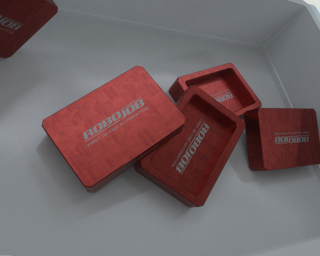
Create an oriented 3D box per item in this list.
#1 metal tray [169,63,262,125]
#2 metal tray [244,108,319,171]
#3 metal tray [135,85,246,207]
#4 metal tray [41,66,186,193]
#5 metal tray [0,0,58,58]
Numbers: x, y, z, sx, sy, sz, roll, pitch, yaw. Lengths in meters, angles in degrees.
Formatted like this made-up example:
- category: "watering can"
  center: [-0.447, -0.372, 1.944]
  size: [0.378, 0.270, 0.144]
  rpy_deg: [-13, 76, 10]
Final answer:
- category: "metal tray"
  center: [0.088, -0.047, 0.480]
  size: [0.131, 0.030, 0.090]
  rpy_deg: [-22, 74, -36]
- category: "metal tray"
  center: [0.192, 0.016, 0.479]
  size: [0.131, 0.030, 0.089]
  rpy_deg: [-1, 84, -29]
- category: "metal tray"
  center: [0.040, 0.021, 0.389]
  size: [0.090, 0.030, 0.130]
  rpy_deg: [36, 68, -5]
- category: "metal tray"
  center: [-0.049, -0.002, 0.346]
  size: [0.131, 0.030, 0.090]
  rpy_deg: [-34, 75, -18]
- category: "metal tray"
  center: [-0.174, -0.118, 0.302]
  size: [0.030, 0.090, 0.130]
  rpy_deg: [55, 13, 7]
